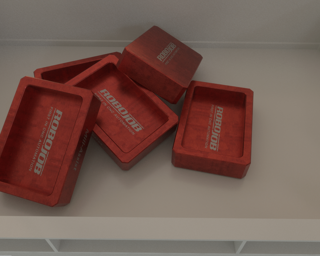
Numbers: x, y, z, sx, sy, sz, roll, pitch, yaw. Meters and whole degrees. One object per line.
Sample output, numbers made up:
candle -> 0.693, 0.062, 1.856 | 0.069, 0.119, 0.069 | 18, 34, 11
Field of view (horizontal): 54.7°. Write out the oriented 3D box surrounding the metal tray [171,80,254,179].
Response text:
metal tray -> 0.071, -0.004, 0.403 | 0.090, 0.030, 0.130 | 10, 51, 7

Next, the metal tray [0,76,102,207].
metal tray -> -0.130, 0.014, 0.349 | 0.090, 0.030, 0.129 | 13, 79, 10

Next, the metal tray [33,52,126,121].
metal tray -> -0.107, -0.061, 0.449 | 0.131, 0.030, 0.090 | -16, 52, -14

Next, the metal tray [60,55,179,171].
metal tray -> -0.052, -0.023, 0.390 | 0.090, 0.030, 0.130 | -40, 75, -21

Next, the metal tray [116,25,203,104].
metal tray -> 0.005, -0.093, 0.434 | 0.090, 0.030, 0.130 | 33, 34, -3
